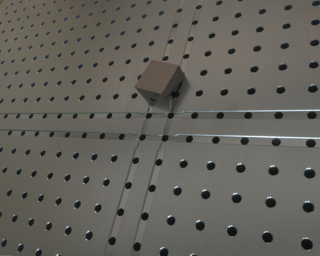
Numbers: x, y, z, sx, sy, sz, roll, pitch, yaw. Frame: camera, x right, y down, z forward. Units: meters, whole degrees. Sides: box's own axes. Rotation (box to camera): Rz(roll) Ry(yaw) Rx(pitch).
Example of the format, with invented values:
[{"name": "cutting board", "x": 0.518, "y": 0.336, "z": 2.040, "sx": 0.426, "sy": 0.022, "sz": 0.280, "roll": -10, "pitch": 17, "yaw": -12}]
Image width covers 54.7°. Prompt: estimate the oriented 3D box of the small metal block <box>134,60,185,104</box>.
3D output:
[{"name": "small metal block", "x": 0.000, "y": -0.068, "z": 0.448, "sx": 0.050, "sy": 0.025, "sz": 0.050, "roll": 19, "pitch": 72, "yaw": 35}]
